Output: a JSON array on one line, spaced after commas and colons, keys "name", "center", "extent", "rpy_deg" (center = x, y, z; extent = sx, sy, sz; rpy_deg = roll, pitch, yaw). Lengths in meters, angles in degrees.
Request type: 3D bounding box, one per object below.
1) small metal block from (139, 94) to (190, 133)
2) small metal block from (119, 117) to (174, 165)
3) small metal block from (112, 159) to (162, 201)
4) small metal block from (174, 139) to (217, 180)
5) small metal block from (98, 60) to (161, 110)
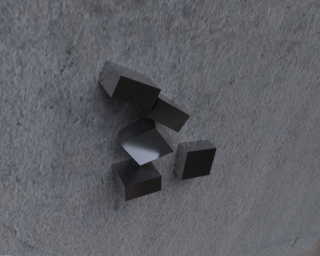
[{"name": "small metal block", "center": [0.001, -0.025, 0.377], "extent": [0.050, 0.050, 0.025], "rpy_deg": [27, 103, -38]}, {"name": "small metal block", "center": [-0.017, 0.016, 0.398], "extent": [0.050, 0.025, 0.050], "rpy_deg": [-24, 132, 15]}, {"name": "small metal block", "center": [-0.031, 0.066, 0.416], "extent": [0.050, 0.050, 0.025], "rpy_deg": [-12, 124, -22]}, {"name": "small metal block", "center": [0.052, 0.047, 0.467], "extent": [0.050, 0.025, 0.050], "rpy_deg": [-5, 121, -26]}, {"name": "small metal block", "center": [-0.035, -0.048, 0.343], "extent": [0.050, 0.050, 0.025], "rpy_deg": [15, 111, -35]}]
